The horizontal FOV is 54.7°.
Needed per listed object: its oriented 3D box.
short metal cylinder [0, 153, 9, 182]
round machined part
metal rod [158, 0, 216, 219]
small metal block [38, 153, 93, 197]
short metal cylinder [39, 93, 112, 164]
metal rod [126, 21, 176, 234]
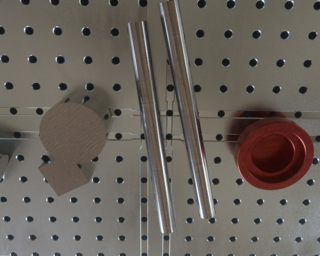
[{"bbox_3d":[-0.244,0.062,0.405,0.050,0.080,0.080,25,108,-9],"label":"short metal cylinder"},{"bbox_3d":[0.149,0.031,0.417,0.099,0.042,0.097,0,110,0],"label":"round machined part"},{"bbox_3d":[0.040,-0.010,0.409,0.025,0.025,0.298,-11,110,4],"label":"metal rod"},{"bbox_3d":[-0.131,0.061,0.434,0.050,0.025,0.050,-26,108,9],"label":"small metal block"},{"bbox_3d":[-0.105,-0.001,0.399,0.081,0.050,0.079,0,110,0],"label":"short metal cylinder"},{"bbox_3d":[-0.008,0.013,0.417,0.025,0.025,0.298,-7,110,2],"label":"metal rod"}]
